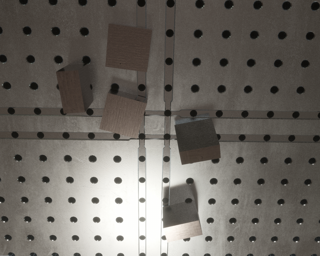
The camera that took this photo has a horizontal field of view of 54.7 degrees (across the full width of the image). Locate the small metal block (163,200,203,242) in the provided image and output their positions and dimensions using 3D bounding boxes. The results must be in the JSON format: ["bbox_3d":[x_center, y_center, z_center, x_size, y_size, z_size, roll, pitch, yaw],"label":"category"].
[{"bbox_3d":[0.032,0.134,0.450,0.050,0.050,0.025,-14,110,5],"label":"small metal block"}]

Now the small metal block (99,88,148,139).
[{"bbox_3d":[-0.047,-0.019,0.406,0.050,0.025,0.050,15,109,-6],"label":"small metal block"}]

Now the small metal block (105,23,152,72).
[{"bbox_3d":[-0.037,-0.098,0.377,0.050,0.025,0.050,7,110,-3],"label":"small metal block"}]

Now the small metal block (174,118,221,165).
[{"bbox_3d":[0.048,0.017,0.404,0.050,0.050,0.025,-11,133,3],"label":"small metal block"}]

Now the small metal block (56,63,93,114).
[{"bbox_3d":[-0.103,-0.050,0.380,0.025,0.050,0.050,-4,110,1],"label":"small metal block"}]
